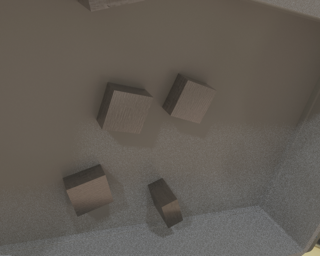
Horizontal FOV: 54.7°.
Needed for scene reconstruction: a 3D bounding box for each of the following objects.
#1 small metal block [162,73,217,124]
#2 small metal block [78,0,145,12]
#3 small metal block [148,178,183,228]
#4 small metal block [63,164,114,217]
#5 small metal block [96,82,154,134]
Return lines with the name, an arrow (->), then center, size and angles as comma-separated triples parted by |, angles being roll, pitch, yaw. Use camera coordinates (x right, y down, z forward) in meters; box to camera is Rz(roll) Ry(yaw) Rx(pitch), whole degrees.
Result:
small metal block -> 0.039, -0.038, 0.406 | 0.050, 0.025, 0.050 | 14, 111, -34
small metal block -> -0.048, -0.130, 0.286 | 0.050, 0.050, 0.025 | -19, 126, -17
small metal block -> 0.008, 0.112, 0.466 | 0.025, 0.050, 0.050 | -25, 128, -13
small metal block -> -0.094, 0.082, 0.408 | 0.050, 0.025, 0.050 | -20, 126, -16
small metal block -> -0.042, -0.023, 0.371 | 0.050, 0.025, 0.050 | 7, 115, -32
